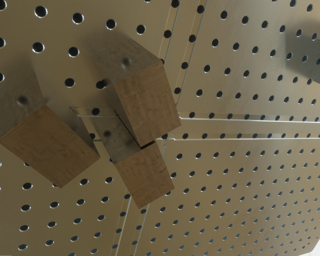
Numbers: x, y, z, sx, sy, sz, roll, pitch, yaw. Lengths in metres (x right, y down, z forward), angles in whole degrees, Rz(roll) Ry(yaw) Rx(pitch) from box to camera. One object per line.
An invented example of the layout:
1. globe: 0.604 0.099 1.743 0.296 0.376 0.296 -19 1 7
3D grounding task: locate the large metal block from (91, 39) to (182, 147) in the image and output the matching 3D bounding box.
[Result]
1. large metal block: -0.026 -0.040 0.336 0.050 0.080 0.080 -28 128 -11

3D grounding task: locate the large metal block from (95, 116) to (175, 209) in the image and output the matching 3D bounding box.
1. large metal block: -0.031 0.037 0.381 0.050 0.080 0.080 -28 128 -10

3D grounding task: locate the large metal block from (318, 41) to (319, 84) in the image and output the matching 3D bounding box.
1. large metal block: 0.295 -0.098 0.475 0.050 0.080 0.080 -28 128 -11

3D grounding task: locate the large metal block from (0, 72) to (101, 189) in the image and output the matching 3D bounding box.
1. large metal block: -0.114 0.001 0.314 0.050 0.080 0.080 -38 129 -2
